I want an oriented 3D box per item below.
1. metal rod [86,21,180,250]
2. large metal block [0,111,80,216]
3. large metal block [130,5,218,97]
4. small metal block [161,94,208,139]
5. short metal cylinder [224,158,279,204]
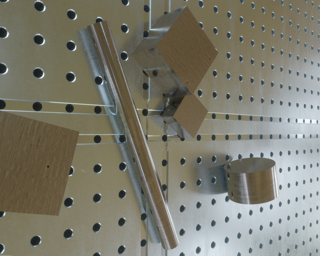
[{"bbox_3d":[-0.028,0.020,0.387,0.025,0.025,0.298,-28,108,-37],"label":"metal rod"},{"bbox_3d":[-0.131,0.032,0.284,0.080,0.050,0.080,19,78,-39],"label":"large metal block"},{"bbox_3d":[0.022,-0.099,0.413,0.080,0.050,0.080,47,62,-30],"label":"large metal block"},{"bbox_3d":[0.036,-0.020,0.442,0.050,0.025,0.050,45,63,-31],"label":"small metal block"},{"bbox_3d":[0.147,0.083,0.500,0.081,0.080,0.050,-17,101,-39],"label":"short metal cylinder"}]
